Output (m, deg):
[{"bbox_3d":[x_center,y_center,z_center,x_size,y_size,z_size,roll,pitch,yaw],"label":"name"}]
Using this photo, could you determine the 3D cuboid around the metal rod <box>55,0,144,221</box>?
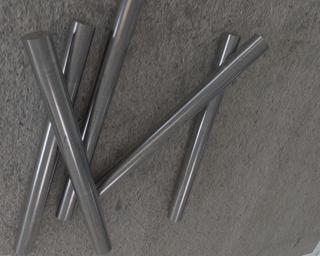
[{"bbox_3d":[-0.074,-0.016,0.356,0.025,0.025,0.298,8,114,-32],"label":"metal rod"}]

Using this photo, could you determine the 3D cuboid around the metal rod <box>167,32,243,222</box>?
[{"bbox_3d":[0.057,0.015,0.446,0.025,0.025,0.298,0,119,-28],"label":"metal rod"}]

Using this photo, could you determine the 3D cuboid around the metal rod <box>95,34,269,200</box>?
[{"bbox_3d":[0.012,-0.004,0.391,0.300,0.025,0.025,-42,130,8],"label":"metal rod"}]

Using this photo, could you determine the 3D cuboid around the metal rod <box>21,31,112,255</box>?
[{"bbox_3d":[-0.092,0.043,0.349,0.025,0.025,0.298,-19,126,-18],"label":"metal rod"}]

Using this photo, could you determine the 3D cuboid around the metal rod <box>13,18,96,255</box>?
[{"bbox_3d":[-0.127,0.027,0.354,0.025,0.025,0.298,8,114,-32],"label":"metal rod"}]
